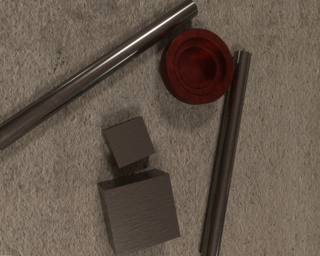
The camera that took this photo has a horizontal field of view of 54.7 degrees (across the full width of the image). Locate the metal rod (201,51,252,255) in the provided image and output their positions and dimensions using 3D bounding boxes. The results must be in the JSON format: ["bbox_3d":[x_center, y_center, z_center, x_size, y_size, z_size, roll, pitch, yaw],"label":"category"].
[{"bbox_3d":[0.096,0.037,0.445,0.025,0.025,0.298,11,86,-20],"label":"metal rod"}]

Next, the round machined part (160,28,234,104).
[{"bbox_3d":[0.046,-0.080,0.418,0.099,0.042,0.097,0,90,-21],"label":"round machined part"}]

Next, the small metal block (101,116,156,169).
[{"bbox_3d":[-0.040,0.017,0.395,0.050,0.025,0.050,-22,98,-19],"label":"small metal block"}]

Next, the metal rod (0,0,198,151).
[{"bbox_3d":[-0.070,-0.075,0.383,0.301,0.025,0.025,-39,103,-16],"label":"metal rod"}]

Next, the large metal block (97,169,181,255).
[{"bbox_3d":[-0.027,0.102,0.387,0.081,0.050,0.079,-12,94,-20],"label":"large metal block"}]
